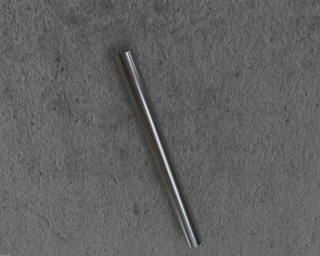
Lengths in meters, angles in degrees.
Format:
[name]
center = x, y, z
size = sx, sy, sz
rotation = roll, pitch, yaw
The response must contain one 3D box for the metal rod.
[metal rod]
center = 0.004, 0.041, 0.424
size = 0.025, 0.025, 0.299
rotation = -18, 109, 6
